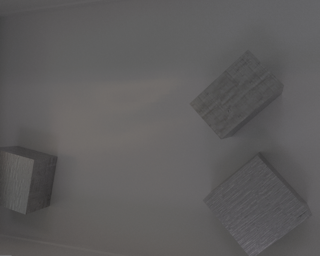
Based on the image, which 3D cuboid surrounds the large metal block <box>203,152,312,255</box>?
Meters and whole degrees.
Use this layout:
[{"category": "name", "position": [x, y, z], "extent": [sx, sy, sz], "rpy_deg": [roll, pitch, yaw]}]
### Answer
[{"category": "large metal block", "position": [0.111, 0.086, 0.358], "extent": [0.080, 0.050, 0.080], "rpy_deg": [-44, 77, 15]}]

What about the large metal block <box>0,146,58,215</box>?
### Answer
[{"category": "large metal block", "position": [-0.212, 0.076, 0.472], "extent": [0.080, 0.050, 0.080], "rpy_deg": [12, 94, 19]}]

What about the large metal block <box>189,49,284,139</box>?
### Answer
[{"category": "large metal block", "position": [0.089, -0.033, 0.350], "extent": [0.080, 0.080, 0.050], "rpy_deg": [-43, 77, 15]}]
